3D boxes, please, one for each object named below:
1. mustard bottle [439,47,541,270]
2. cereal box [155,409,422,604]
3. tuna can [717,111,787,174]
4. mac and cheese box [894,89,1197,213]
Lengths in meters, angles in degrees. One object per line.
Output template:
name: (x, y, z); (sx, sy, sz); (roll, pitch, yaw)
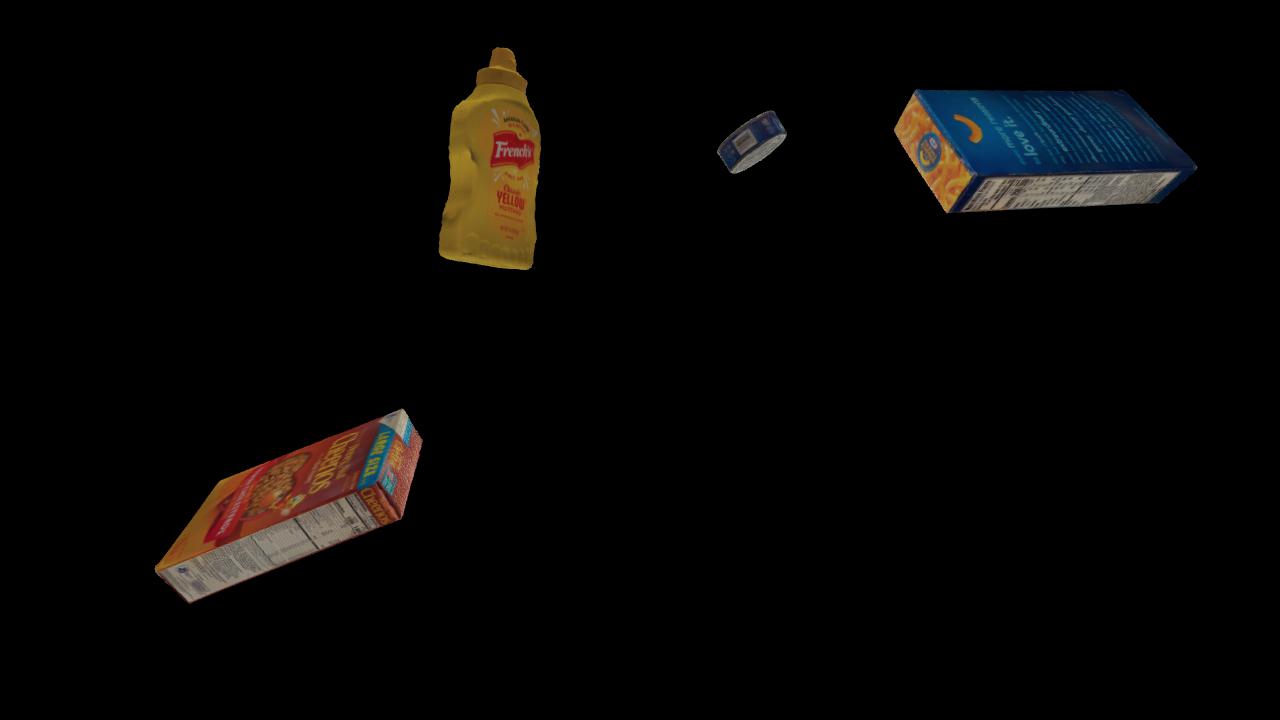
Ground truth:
mustard bottle: (-0.125, -0.175, 0.532); (0.054, 0.184, 0.092); (9, 5, 39)
cereal box: (-0.477, 0.195, 0.876); (0.306, 0.081, 0.203); (-22, 26, 0)
tuna can: (0.140, -0.270, 0.768); (0.084, 0.034, 0.084); (-32, -1, -1)
mac and cheese box: (0.290, -0.153, 0.445); (0.184, 0.093, 0.041); (-5, -31, -12)
